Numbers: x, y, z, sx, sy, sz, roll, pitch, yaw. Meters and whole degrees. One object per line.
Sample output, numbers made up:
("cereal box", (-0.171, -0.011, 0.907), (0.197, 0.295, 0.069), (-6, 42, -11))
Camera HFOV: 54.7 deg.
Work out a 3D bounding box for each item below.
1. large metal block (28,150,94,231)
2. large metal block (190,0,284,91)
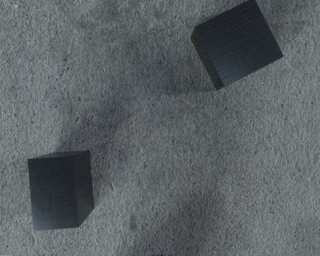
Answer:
("large metal block", (-0.118, 0.072, 0.381), (0.050, 0.080, 0.080), (-5, 90, 0))
("large metal block", (0.096, -0.104, 0.398), (0.080, 0.050, 0.080), (-27, 90, 0))
